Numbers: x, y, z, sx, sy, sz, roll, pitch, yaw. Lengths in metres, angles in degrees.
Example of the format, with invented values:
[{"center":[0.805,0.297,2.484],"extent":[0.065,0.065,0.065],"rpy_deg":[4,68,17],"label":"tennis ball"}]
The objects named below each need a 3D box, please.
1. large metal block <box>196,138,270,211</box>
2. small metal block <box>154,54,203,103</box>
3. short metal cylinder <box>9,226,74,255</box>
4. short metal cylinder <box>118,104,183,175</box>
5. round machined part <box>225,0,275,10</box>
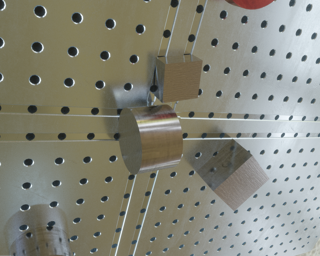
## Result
[{"center":[0.121,0.078,0.509],"extent":[0.080,0.050,0.080],"rpy_deg":[-43,130,1],"label":"large metal block"},{"center":[0.022,-0.062,0.385],"extent":[0.050,0.025,0.050],"rpy_deg":[-10,123,-23],"label":"small metal block"},{"center":[-0.159,0.182,0.420],"extent":[0.081,0.050,0.079],"rpy_deg":[-14,124,-21],"label":"short metal cylinder"},{"center":[-0.014,0.013,0.376],"extent":[0.050,0.080,0.079],"rpy_deg":[-7,122,-25],"label":"short metal cylinder"},{"center":[0.098,-0.185,0.340],"extent":[0.099,0.042,0.097],"rpy_deg":[-14,124,-21],"label":"round machined part"}]
